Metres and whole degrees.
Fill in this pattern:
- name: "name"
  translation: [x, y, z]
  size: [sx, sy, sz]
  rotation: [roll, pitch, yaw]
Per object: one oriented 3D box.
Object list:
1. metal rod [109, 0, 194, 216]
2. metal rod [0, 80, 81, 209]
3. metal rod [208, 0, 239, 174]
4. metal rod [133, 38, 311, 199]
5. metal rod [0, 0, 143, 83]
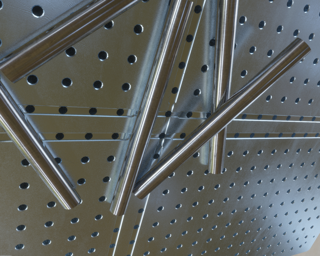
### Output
- name: "metal rod"
  translation: [-0.018, -0.011, 0.396]
  size: [0.025, 0.025, 0.298]
  rotation: [4, 116, -31]
- name: "metal rod"
  translation: [-0.156, -0.015, 0.317]
  size: [0.025, 0.025, 0.299]
  rotation: [-28, 128, -11]
- name: "metal rod"
  translation: [0.084, -0.058, 0.423]
  size: [0.025, 0.025, 0.298]
  rotation: [-16, 125, -20]
- name: "metal rod"
  translation: [0.074, -0.005, 0.422]
  size: [0.299, 0.025, 0.025]
  rotation: [-43, 130, 12]
- name: "metal rod"
  translation: [-0.025, -0.139, 0.312]
  size: [0.301, 0.025, 0.025]
  rotation: [-35, 129, -5]
